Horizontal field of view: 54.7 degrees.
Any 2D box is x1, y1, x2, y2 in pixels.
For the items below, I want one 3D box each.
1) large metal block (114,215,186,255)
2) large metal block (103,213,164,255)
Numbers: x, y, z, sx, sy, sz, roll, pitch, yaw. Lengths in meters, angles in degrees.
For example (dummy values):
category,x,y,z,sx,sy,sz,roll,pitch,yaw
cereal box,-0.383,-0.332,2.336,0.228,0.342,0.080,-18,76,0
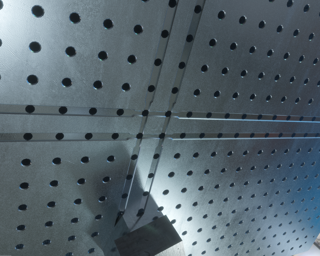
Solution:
category,x,y,z,sx,sy,sz,roll,pitch,yaw
large metal block,-0.010,0.183,0.440,0.081,0.050,0.080,-23,127,-15
large metal block,-0.033,0.184,0.493,0.081,0.050,0.079,13,112,-34
